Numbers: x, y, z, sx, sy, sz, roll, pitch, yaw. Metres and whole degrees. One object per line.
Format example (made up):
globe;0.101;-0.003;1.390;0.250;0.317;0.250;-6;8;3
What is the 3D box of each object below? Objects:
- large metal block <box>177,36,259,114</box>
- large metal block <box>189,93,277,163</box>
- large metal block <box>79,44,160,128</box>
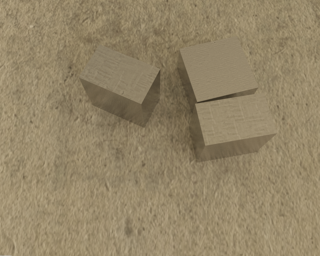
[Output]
large metal block;0.074;-0.069;0.421;0.081;0.050;0.080;-14;71;-6
large metal block;0.083;0.003;0.379;0.081;0.080;0.050;-10;71;-4
large metal block;-0.047;-0.050;0.397;0.080;0.080;0.050;24;72;8
